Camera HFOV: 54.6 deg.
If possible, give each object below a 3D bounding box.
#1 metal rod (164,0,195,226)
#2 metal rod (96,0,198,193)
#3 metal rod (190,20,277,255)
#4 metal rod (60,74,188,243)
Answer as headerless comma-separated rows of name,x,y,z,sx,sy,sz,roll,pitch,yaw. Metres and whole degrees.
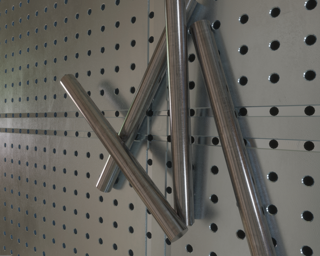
metal rod,0.023,-0.032,0.372,0.025,0.025,0.298,1,97,40
metal rod,-0.026,-0.034,0.431,0.025,0.025,0.298,39,114,33
metal rod,0.081,0.020,0.342,0.025,0.025,0.299,-22,76,38
metal rod,-0.063,0.024,0.428,0.300,0.025,0.025,50,119,28
